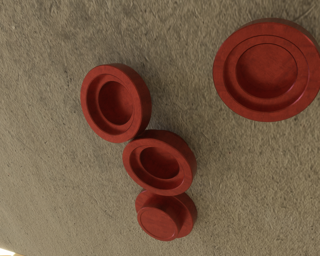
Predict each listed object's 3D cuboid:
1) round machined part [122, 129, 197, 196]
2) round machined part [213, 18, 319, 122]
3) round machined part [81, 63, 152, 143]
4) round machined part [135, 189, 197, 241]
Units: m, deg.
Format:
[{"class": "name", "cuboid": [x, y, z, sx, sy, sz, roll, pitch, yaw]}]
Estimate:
[{"class": "round machined part", "cuboid": [0.003, 0.041, 0.416, 0.098, 0.042, 0.097, 13, 129, 17]}, {"class": "round machined part", "cuboid": [0.105, -0.058, 0.304, 0.098, 0.042, 0.097, 13, 124, 21]}, {"class": "round machined part", "cuboid": [-0.050, -0.033, 0.393, 0.098, 0.042, 0.097, 11, 112, 30]}, {"class": "round machined part", "cuboid": [0.004, 0.134, 0.477, 0.098, 0.042, 0.097, 13, 124, 21]}]
